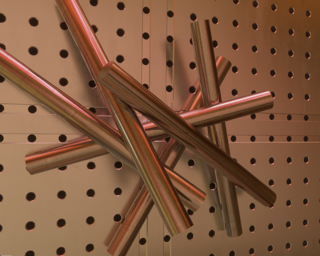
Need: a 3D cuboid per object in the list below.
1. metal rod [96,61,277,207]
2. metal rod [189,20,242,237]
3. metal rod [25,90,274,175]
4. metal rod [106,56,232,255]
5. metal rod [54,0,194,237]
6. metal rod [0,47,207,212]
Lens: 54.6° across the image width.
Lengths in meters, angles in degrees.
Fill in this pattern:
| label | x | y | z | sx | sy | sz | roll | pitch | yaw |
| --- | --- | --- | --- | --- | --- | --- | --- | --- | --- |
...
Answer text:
| label | x | y | z | sx | sy | sz | roll | pitch | yaw |
| --- | --- | --- | --- | --- | --- | --- | --- | --- | --- |
| metal rod | 0.051 | 0.023 | 0.374 | 0.301 | 0.025 | 0.025 | 37 | 78 | -29 |
| metal rod | 0.078 | 0.010 | 0.420 | 0.025 | 0.025 | 0.298 | -16 | 103 | -19 |
| metal rod | -0.006 | 0.003 | 0.377 | 0.302 | 0.025 | 0.025 | -15 | 96 | -7 |
| metal rod | 0.017 | 0.032 | 0.418 | 0.025 | 0.025 | 0.300 | 33 | 79 | -17 |
| metal rod | -0.046 | -0.029 | 0.337 | 0.025 | 0.025 | 0.299 | -23 | 76 | -19 |
| metal rod | -0.078 | -0.004 | 0.344 | 0.301 | 0.025 | 0.025 | 36 | 78 | -2 |
